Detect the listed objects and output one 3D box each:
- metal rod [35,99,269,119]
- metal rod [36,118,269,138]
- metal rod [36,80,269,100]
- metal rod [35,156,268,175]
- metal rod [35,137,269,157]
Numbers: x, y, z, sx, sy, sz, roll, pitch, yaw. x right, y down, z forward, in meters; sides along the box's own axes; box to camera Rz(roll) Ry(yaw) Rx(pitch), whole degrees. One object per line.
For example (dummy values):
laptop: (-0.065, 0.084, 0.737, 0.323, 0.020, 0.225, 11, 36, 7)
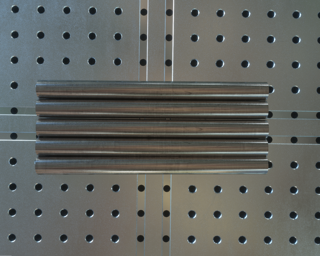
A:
metal rod: (-0.010, -0.025, 0.413, 0.302, 0.025, 0.025, 0, 90, -1)
metal rod: (-0.009, 0.001, 0.413, 0.302, 0.025, 0.025, 0, 90, -1)
metal rod: (-0.009, -0.050, 0.413, 0.302, 0.025, 0.025, 0, 90, -1)
metal rod: (-0.010, 0.050, 0.413, 0.302, 0.025, 0.025, 0, 90, -1)
metal rod: (-0.010, 0.026, 0.413, 0.302, 0.025, 0.025, 0, 90, -1)
